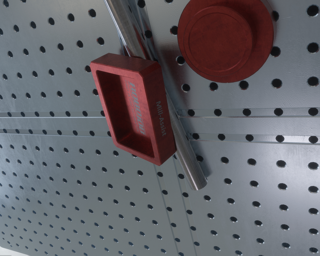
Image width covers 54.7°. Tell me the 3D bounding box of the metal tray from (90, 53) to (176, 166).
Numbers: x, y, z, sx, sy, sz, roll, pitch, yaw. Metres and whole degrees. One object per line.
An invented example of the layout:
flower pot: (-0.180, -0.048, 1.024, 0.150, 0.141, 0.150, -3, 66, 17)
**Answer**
metal tray: (-0.032, -0.023, 0.386, 0.090, 0.030, 0.129, 19, 134, 37)

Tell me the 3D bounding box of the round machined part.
round machined part: (0.063, -0.090, 0.311, 0.098, 0.042, 0.097, 13, 124, 21)

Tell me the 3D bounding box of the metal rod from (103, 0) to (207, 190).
metal rod: (-0.006, -0.049, 0.383, 0.025, 0.025, 0.299, -12, 112, 33)
